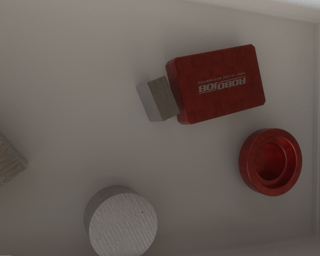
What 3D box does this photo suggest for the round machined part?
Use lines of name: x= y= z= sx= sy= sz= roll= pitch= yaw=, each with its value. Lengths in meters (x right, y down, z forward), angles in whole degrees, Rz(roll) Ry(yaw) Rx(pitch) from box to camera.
round machined part: x=0.159 y=0.049 z=0.462 sx=0.099 sy=0.042 sz=0.097 roll=0 pitch=90 yaw=-21

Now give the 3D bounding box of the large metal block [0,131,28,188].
large metal block: x=-0.200 y=0.035 z=0.323 sx=0.080 sy=0.050 sz=0.080 roll=-39 pitch=103 yaw=-16

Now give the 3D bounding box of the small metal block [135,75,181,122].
small metal block: x=-0.004 y=-0.036 z=0.397 sx=0.025 sy=0.050 sz=0.050 roll=-25 pitch=99 yaw=-18

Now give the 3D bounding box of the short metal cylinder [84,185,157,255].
short metal cylinder: x=-0.050 y=0.115 z=0.380 sx=0.081 sy=0.050 sz=0.079 roll=0 pitch=90 yaw=-21

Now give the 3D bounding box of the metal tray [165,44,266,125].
metal tray: x=0.081 y=-0.063 z=0.439 sx=0.131 sy=0.030 sz=0.089 roll=-15 pitch=95 yaw=-20
